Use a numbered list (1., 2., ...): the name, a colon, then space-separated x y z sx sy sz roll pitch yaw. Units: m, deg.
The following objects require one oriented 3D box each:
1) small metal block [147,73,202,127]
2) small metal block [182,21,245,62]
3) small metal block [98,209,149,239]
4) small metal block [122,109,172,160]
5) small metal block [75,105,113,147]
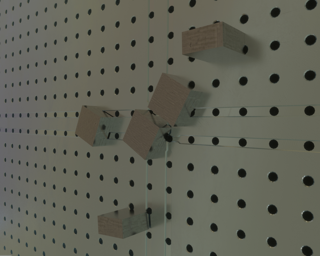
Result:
1. small metal block: 0.018 -0.036 0.396 0.050 0.025 0.050 38 113 33
2. small metal block: 0.060 -0.094 0.345 0.050 0.050 0.025 -1 89 40
3. small metal block: -0.051 0.133 0.437 0.050 0.050 0.025 -6 86 40
4. small metal block: -0.019 0.008 0.426 0.050 0.025 0.050 37 113 33
5. small metal block: -0.107 -0.004 0.499 0.050 0.025 0.050 30 109 36
